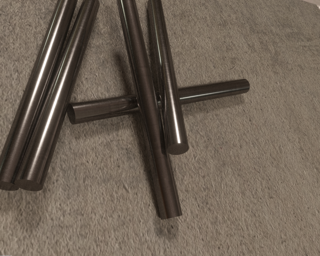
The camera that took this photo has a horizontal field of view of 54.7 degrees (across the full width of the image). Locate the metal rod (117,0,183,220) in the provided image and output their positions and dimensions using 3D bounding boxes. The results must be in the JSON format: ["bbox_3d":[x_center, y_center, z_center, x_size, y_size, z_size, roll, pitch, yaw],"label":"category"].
[{"bbox_3d":[-0.017,-0.040,0.387,0.025,0.025,0.299,-4,74,-30],"label":"metal rod"}]

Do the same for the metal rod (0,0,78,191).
[{"bbox_3d":[-0.139,-0.071,0.372,0.025,0.025,0.300,16,55,-19],"label":"metal rod"}]

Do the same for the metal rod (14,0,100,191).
[{"bbox_3d":[-0.112,-0.067,0.374,0.025,0.025,0.300,18,51,-18],"label":"metal rod"}]

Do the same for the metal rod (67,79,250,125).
[{"bbox_3d":[0.020,-0.044,0.442,0.303,0.025,0.025,-13,69,-34],"label":"metal rod"}]

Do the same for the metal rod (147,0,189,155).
[{"bbox_3d":[0.006,-0.095,0.441,0.025,0.025,0.300,11,49,-23],"label":"metal rod"}]
